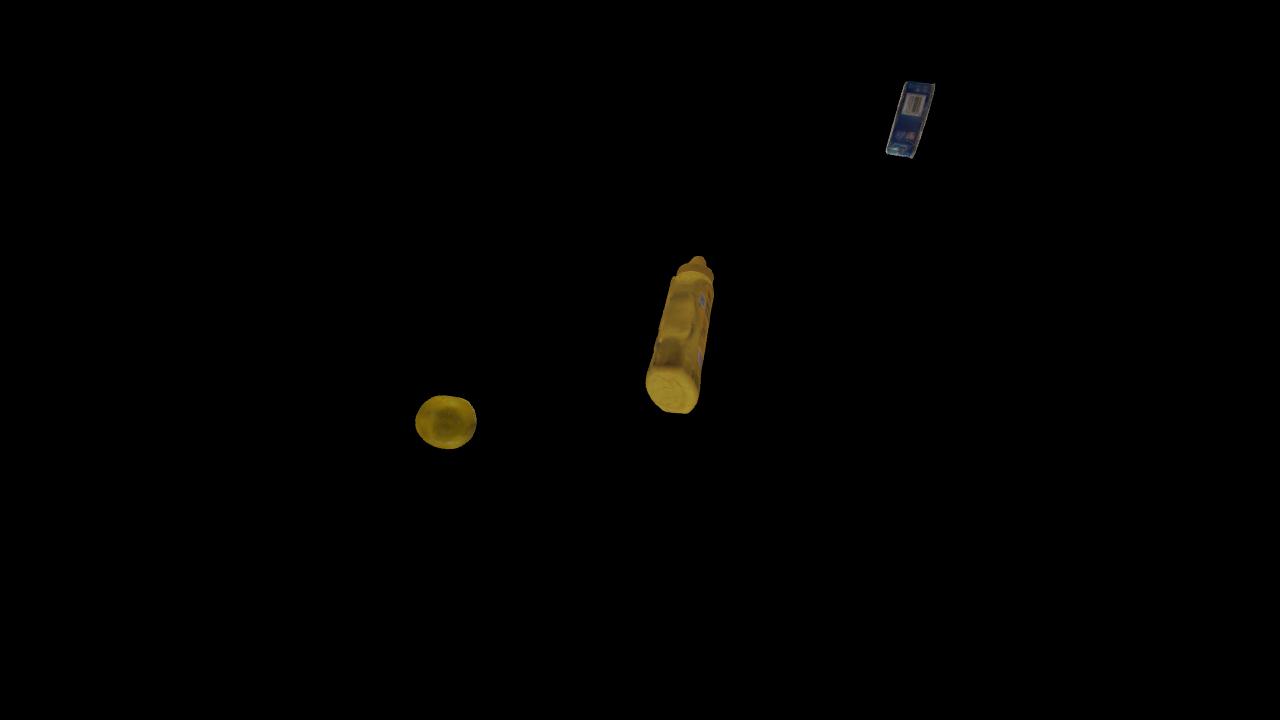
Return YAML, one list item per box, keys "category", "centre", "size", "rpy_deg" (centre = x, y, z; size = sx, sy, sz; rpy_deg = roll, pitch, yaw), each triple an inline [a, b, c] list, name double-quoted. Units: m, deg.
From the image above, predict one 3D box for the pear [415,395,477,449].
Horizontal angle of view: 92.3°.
- category: "pear"
  centre: [-0.269, 0.082, 0.861]
  size: [0.080, 0.080, 0.111]
  rpy_deg: [0, 7, -12]

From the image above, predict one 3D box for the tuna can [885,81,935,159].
- category: "tuna can"
  centre: [0.320, -0.285, 0.731]
  size: [0.034, 0.084, 0.084]
  rpy_deg: [15, 4, 15]

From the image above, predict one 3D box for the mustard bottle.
- category: "mustard bottle"
  centre: [0.050, -0.041, 0.666]
  size: [0.054, 0.184, 0.092]
  rpy_deg: [1, -34, 19]
